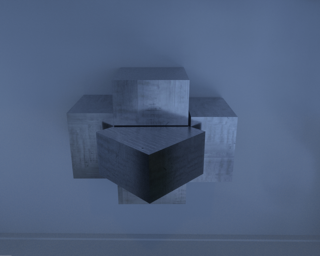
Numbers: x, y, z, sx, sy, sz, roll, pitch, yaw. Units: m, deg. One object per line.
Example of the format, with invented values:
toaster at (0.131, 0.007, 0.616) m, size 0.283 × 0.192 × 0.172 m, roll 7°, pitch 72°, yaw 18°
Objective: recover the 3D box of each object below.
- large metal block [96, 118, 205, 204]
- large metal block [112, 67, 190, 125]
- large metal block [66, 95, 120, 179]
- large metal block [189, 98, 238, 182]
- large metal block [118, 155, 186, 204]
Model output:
large metal block at (-0.010, 0.027, 0.330) m, size 0.081 × 0.080 × 0.050 m, roll -19°, pitch 117°, yaw -42°
large metal block at (-0.010, -0.040, 0.366) m, size 0.081 × 0.080 × 0.050 m, roll 0°, pitch 110°, yaw 0°
large metal block at (-0.075, 0.008, 0.383) m, size 0.050 × 0.080 × 0.079 m, roll 0°, pitch 110°, yaw 0°
large metal block at (0.058, 0.012, 0.383) m, size 0.050 × 0.080 × 0.079 m, roll 0°, pitch 110°, yaw -1°
large metal block at (-0.009, 0.054, 0.401) m, size 0.081 × 0.080 × 0.050 m, roll 0°, pitch 110°, yaw 0°
